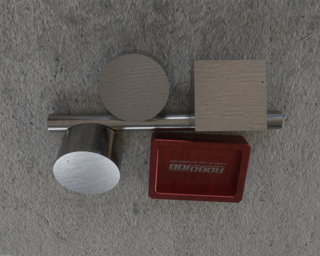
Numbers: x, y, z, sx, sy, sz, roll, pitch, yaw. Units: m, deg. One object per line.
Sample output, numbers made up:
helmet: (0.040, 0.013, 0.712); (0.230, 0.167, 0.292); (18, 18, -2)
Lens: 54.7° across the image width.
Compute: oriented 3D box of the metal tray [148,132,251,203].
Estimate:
metal tray: (0.051, 0.055, 0.428); (0.131, 0.030, 0.089); (3, 110, -2)

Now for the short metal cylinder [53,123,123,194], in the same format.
short metal cylinder: (-0.090, 0.040, 0.399); (0.081, 0.050, 0.079); (-1, 131, -1)

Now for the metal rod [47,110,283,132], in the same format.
metal rod: (0.007, -0.009, 0.409); (0.302, 0.025, 0.025); (-1, 110, 0)

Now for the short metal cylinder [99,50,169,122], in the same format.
short metal cylinder: (-0.029, -0.053, 0.378); (0.081, 0.050, 0.079); (0, 110, 0)

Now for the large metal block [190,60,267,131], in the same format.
large metal block: (0.079, -0.036, 0.372); (0.081, 0.050, 0.080); (-1, 89, 0)
